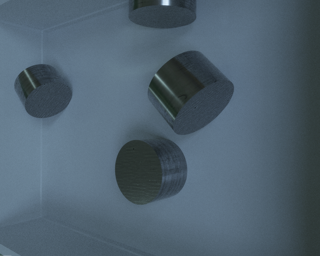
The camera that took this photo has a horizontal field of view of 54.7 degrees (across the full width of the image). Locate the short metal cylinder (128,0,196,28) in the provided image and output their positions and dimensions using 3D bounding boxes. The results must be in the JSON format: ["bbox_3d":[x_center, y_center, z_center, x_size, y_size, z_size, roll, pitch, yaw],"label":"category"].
[{"bbox_3d":[0.003,-0.156,0.368,0.080,0.081,0.050,1,91,40],"label":"short metal cylinder"}]

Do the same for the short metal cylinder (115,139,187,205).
[{"bbox_3d":[-0.012,0.054,0.401,0.080,0.050,0.080,0,90,40],"label":"short metal cylinder"}]

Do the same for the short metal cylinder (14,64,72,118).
[{"bbox_3d":[-0.203,-0.063,0.539,0.050,0.081,0.080,51,120,28],"label":"short metal cylinder"}]

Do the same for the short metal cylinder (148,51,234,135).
[{"bbox_3d":[0.034,-0.038,0.343,0.050,0.081,0.080,52,121,27],"label":"short metal cylinder"}]
